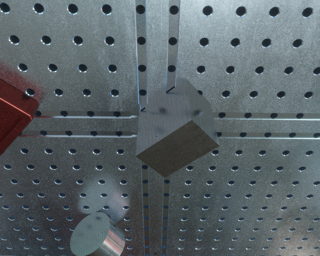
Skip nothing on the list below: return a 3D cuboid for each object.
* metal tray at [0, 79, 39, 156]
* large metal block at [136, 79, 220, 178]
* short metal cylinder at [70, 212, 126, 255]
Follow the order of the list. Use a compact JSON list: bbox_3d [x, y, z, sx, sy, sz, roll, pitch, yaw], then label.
[{"bbox_3d":[-0.231,-0.009,0.397,0.090,0.030,0.130,36,121,-27],"label":"metal tray"},{"bbox_3d":[0.019,0.000,0.376,0.080,0.080,0.050,-34,123,25],"label":"large metal block"},{"bbox_3d":[-0.108,0.196,0.541,0.080,0.080,0.050,-21,127,17],"label":"short metal cylinder"}]
